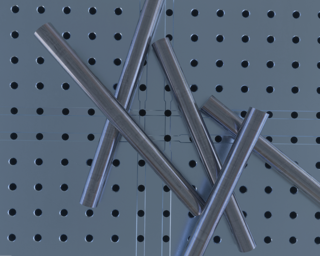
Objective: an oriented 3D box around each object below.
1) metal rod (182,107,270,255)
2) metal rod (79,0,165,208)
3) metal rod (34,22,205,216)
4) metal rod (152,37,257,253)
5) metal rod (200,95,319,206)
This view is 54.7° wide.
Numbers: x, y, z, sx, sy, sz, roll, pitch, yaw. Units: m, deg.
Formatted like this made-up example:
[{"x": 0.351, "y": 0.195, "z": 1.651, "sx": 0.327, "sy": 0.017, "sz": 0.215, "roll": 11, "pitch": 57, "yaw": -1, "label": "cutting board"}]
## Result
[{"x": 0.063, "y": 0.115, "z": 0.394, "sx": 0.025, "sy": 0.025, "sz": 0.298, "roll": 23, "pitch": 98, "yaw": -1, "label": "metal rod"}, {"x": -0.049, "y": -0.041, "z": 0.412, "sx": 0.025, "sy": 0.025, "sz": 0.298, "roll": 18, "pitch": 90, "yaw": -1, "label": "metal rod"}, {"x": -0.042, "y": -0.003, "z": 0.389, "sx": 0.025, "sy": 0.025, "sz": 0.300, "roll": -41, "pitch": 100, "yaw": 0, "label": "metal rod"}, {"x": 0.059, "y": 0.022, "z": 0.414, "sx": 0.025, "sy": 0.025, "sz": 0.299, "roll": -23, "pitch": 90, "yaw": 0, "label": "metal rod"}, {"x": 0.178, "y": 0.059, "z": 0.415, "sx": 0.300, "sy": 0.025, "sz": 0.025, "roll": 39, "pitch": 90, "yaw": -1, "label": "metal rod"}]
